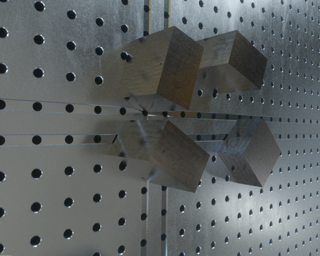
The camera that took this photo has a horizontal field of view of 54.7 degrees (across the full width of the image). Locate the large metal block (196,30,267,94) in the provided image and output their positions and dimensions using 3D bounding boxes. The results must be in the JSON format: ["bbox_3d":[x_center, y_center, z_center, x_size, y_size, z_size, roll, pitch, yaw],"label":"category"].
[{"bbox_3d":[0.097,-0.093,0.457,0.080,0.080,0.050,26,74,-37],"label":"large metal block"}]

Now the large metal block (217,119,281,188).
[{"bbox_3d":[0.153,0.041,0.524,0.080,0.050,0.080,-52,121,-28],"label":"large metal block"}]

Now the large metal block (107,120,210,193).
[{"bbox_3d":[-0.001,0.033,0.374,0.080,0.080,0.050,39,66,-34],"label":"large metal block"}]

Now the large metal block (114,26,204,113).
[{"bbox_3d":[-0.002,-0.066,0.373,0.050,0.080,0.080,24,75,-38],"label":"large metal block"}]
